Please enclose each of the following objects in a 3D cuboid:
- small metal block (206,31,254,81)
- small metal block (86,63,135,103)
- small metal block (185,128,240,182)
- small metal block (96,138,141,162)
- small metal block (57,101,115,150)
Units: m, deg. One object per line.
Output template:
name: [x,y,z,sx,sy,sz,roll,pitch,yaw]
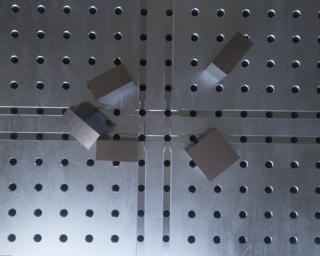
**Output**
small metal block: [0.088,-0.091,0.402,0.025,0.050,0.050,40,90,0]
small metal block: [-0.062,-0.056,0.400,0.050,0.050,0.025,-28,90,0]
small metal block: [0.069,0.035,0.414,0.050,0.025,0.050,-38,91,0]
small metal block: [-0.052,0.028,0.400,0.050,0.050,0.025,3,90,-1]
small metal block: [-0.093,-0.005,0.397,0.050,0.050,0.025,41,109,0]
